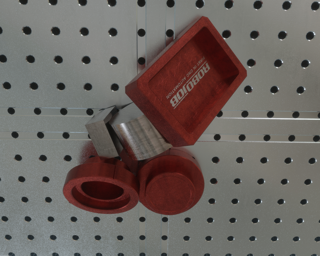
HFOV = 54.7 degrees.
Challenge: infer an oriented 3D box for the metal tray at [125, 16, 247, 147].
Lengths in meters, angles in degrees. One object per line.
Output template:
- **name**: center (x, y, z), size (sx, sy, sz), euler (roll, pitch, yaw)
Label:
- **metal tray**: center (0.035, -0.053, 0.350), size (0.090, 0.030, 0.130), euler (49, 63, -16)

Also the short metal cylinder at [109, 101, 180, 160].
- **short metal cylinder**: center (-0.015, -0.004, 0.383), size (0.080, 0.080, 0.050), euler (-24, 109, 8)

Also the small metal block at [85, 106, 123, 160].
- **small metal block**: center (-0.067, 0.006, 0.400), size (0.025, 0.050, 0.050), euler (-15, 110, 15)

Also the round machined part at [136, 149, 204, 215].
- **round machined part**: center (0.013, 0.082, 0.435), size (0.099, 0.042, 0.097), euler (0, 110, -1)

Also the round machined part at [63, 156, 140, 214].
- **round machined part**: center (-0.076, 0.074, 0.417), size (0.099, 0.042, 0.097), euler (2, 138, 2)
